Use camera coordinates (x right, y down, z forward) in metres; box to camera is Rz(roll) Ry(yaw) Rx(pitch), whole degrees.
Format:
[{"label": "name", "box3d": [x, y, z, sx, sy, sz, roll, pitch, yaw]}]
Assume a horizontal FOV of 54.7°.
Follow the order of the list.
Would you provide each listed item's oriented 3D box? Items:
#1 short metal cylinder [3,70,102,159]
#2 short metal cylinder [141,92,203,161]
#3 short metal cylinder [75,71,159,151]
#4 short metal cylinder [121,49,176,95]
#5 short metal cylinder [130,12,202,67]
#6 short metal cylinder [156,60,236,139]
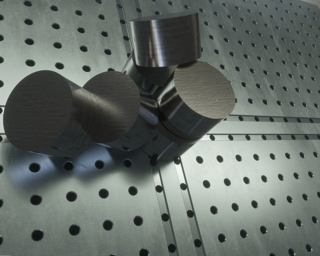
[{"label": "short metal cylinder", "box3d": [-0.107, -0.012, 0.314, 0.050, 0.080, 0.080, 34, 33, -65]}, {"label": "short metal cylinder", "box3d": [0.013, -0.004, 0.400, 0.081, 0.050, 0.080, 14, 56, -21]}, {"label": "short metal cylinder", "box3d": [-0.048, -0.017, 0.348, 0.050, 0.080, 0.080, 33, 34, -65]}, {"label": "short metal cylinder", "box3d": [-0.010, -0.075, 0.432, 0.081, 0.050, 0.080, 13, 56, -21]}, {"label": "short metal cylinder", "box3d": [0.008, -0.107, 0.369, 0.081, 0.080, 0.050, -27, 120, -37]}, {"label": "short metal cylinder", "box3d": [0.041, -0.033, 0.368, 0.081, 0.050, 0.080, 13, 56, -21]}]
